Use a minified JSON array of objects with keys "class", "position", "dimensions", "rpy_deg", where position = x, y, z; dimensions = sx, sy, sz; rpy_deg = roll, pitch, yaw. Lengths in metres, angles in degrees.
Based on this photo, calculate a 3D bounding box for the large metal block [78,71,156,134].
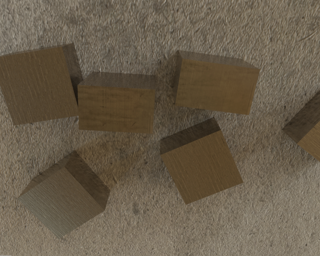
[{"class":"large metal block","position":[-0.047,-0.033,0.368],"dimensions":[0.081,0.080,0.050],"rpy_deg":[3,110,-1]}]

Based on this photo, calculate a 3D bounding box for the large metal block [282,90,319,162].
[{"class":"large metal block","position":[0.224,0.003,0.399],"dimensions":[0.080,0.050,0.080],"rpy_deg":[35,106,-12]}]

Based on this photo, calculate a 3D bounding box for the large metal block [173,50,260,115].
[{"class":"large metal block","position":[0.059,-0.056,0.360],"dimensions":[0.081,0.080,0.050],"rpy_deg":[7,110,-3]}]

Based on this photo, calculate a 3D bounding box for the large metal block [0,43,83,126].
[{"class":"large metal block","position":[-0.140,-0.054,0.375],"dimensions":[0.080,0.050,0.079],"rpy_deg":[-9,110,3]}]

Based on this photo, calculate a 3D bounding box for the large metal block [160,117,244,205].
[{"class":"large metal block","position":[0.054,0.043,0.413],"dimensions":[0.080,0.050,0.080],"rpy_deg":[-24,109,8]}]

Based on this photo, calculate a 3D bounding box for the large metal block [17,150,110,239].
[{"class":"large metal block","position":[-0.129,0.092,0.429],"dimensions":[0.080,0.050,0.080],"rpy_deg":[-34,107,11]}]
